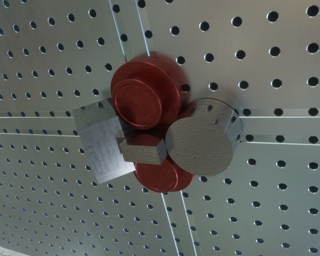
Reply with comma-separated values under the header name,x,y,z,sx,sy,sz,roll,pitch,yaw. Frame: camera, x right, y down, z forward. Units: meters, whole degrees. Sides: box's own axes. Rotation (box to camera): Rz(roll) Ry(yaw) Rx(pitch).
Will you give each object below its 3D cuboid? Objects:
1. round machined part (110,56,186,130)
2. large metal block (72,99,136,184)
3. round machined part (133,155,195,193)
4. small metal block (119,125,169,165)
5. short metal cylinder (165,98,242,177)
name,x,y,z,sx,sy,sz,roll,pitch,yaw
round machined part,-0.021,-0.037,0.389,0.098,0.042,0.097,13,124,21
large metal block,-0.077,0.015,0.418,0.050,0.080,0.080,-20,115,-12
round machined part,0.001,0.051,0.432,0.098,0.042,0.097,13,124,21
small metal block,-0.014,0.019,0.386,0.050,0.050,0.025,2,119,27
short metal cylinder,0.053,0.011,0.372,0.080,0.050,0.079,13,124,21
